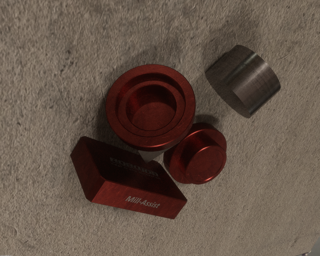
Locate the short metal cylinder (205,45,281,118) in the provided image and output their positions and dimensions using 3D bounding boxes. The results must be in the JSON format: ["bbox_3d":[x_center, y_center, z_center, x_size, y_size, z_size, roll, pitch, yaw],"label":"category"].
[{"bbox_3d":[0.104,-0.058,0.394,0.050,0.080,0.080,-43,130,1],"label":"short metal cylinder"}]

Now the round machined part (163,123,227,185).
[{"bbox_3d":[0.058,0.044,0.457,0.099,0.042,0.097,-14,125,-21],"label":"round machined part"}]

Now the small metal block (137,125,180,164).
[{"bbox_3d":[-0.011,0.010,0.392,0.050,0.050,0.025,-33,129,-7],"label":"small metal block"}]

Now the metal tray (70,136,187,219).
[{"bbox_3d":[-0.038,0.062,0.383,0.131,0.090,0.030,24,105,-37],"label":"metal tray"}]

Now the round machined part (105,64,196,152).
[{"bbox_3d":[-0.009,-0.020,0.355,0.098,0.098,0.042,-34,162,-7],"label":"round machined part"}]
